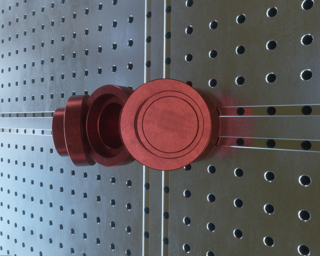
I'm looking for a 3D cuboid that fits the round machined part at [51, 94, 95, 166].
[{"bbox_3d":[-0.115,0.004,0.424,0.042,0.098,0.097,-4,87,2],"label":"round machined part"}]

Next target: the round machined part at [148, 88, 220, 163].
[{"bbox_3d":[0.020,-0.003,0.380,0.098,0.042,0.097,0,90,39],"label":"round machined part"}]

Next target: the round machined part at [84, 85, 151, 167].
[{"bbox_3d":[-0.049,-0.003,0.381,0.098,0.042,0.097,0,90,39],"label":"round machined part"}]

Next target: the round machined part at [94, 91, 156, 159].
[{"bbox_3d":[-0.056,-0.004,0.442,0.098,0.042,0.097,0,90,39],"label":"round machined part"}]

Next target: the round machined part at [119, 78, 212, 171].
[{"bbox_3d":[0.007,-0.004,0.324,0.042,0.099,0.097,-179,89,-80],"label":"round machined part"}]
